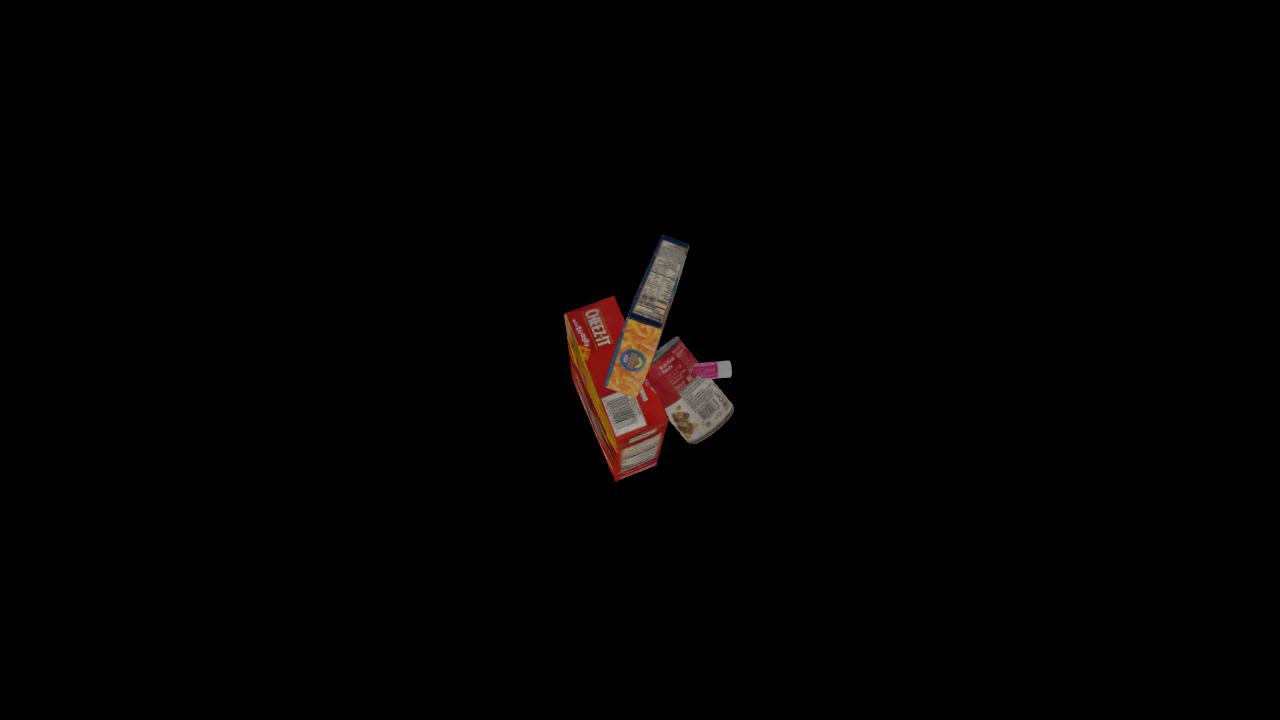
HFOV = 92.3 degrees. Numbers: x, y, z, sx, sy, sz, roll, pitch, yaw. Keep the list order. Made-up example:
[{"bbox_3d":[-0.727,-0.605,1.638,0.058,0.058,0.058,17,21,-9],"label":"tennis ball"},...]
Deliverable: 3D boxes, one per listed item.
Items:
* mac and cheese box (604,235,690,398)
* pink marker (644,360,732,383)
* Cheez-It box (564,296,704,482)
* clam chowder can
[{"bbox_3d":[0.011,-0.053,0.660,0.041,0.093,0.184,20,39,-1],"label":"mac and cheese box"},{"bbox_3d":[0.037,0.014,0.661,0.121,0.020,0.020,-5,0,-2],"label":"pink marker"},{"bbox_3d":[-0.032,0.047,0.767,0.071,0.166,0.223,-20,-20,-11],"label":"Cheez-It box"},{"bbox_3d":[0.048,0.034,0.679,0.068,0.102,0.068,-40,4,4],"label":"clam chowder can"}]
